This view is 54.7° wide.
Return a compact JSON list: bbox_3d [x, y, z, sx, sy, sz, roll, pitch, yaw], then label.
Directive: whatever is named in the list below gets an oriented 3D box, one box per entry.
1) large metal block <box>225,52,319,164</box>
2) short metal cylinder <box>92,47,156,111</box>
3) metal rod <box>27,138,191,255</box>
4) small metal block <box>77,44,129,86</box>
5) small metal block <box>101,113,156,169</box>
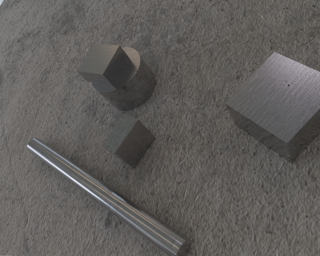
[{"bbox_3d":[0.132,-0.023,0.333,0.080,0.050,0.080,-46,51,-4],"label":"large metal block"},{"bbox_3d":[-0.053,-0.072,0.460,0.080,0.050,0.080,-13,56,21],"label":"short metal cylinder"},{"bbox_3d":[-0.087,0.076,0.402,0.300,0.025,0.025,24,74,36],"label":"metal rod"},{"bbox_3d":[-0.080,-0.090,0.437,0.050,0.025,0.050,13,68,33],"label":"small metal block"},{"bbox_3d":[-0.039,0.017,0.397,0.025,0.050,0.050,25,75,37],"label":"small metal block"}]
